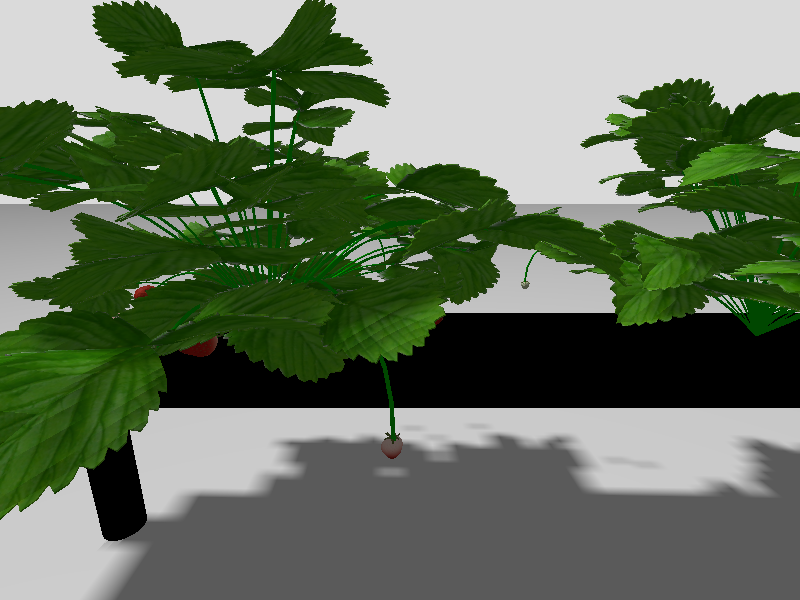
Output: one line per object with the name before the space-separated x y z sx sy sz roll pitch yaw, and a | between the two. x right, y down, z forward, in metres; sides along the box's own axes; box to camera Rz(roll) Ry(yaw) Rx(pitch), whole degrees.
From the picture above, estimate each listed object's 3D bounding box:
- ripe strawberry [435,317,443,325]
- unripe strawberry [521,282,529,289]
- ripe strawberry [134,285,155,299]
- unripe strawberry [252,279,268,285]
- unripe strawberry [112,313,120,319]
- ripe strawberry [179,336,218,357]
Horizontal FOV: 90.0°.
ripe strawberry | 0.027 0.016 0.385 0.029 0.028 0.026 0 15 -7
unripe strawberry | 0.156 -0.018 0.500 0.010 0.010 0.009 12 19 37
ripe strawberry | -0.296 -0.006 0.466 0.026 0.022 0.026 3 15 30
unripe strawberry | -0.173 -0.016 0.500 0.027 0.029 0.030 -6 16 -21
unripe strawberry | -0.258 0.024 0.356 0.024 0.025 0.022 -2 15 -5
ripe strawberry | -0.163 0.033 0.320 0.029 0.025 0.029 13 21 39
